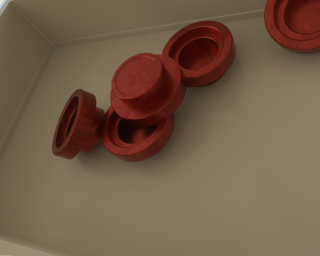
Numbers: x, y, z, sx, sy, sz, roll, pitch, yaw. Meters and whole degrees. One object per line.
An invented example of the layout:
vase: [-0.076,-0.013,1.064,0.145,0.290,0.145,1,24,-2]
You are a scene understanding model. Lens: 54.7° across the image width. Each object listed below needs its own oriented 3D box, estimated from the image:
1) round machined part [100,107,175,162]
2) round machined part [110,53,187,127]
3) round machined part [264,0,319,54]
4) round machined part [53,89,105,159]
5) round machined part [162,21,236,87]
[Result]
round machined part: [-0.025,0.000,0.407,0.098,0.042,0.098,-13,56,20]
round machined part: [-0.020,-0.054,0.383,0.098,0.042,0.098,-13,56,20]
round machined part: [0.179,-0.136,0.368,0.098,0.042,0.097,-1,87,33]
round machined part: [-0.111,-0.002,0.435,0.098,0.042,0.098,-37,42,42]
round machined part: [0.055,-0.095,0.423,0.098,0.042,0.098,-13,56,20]
